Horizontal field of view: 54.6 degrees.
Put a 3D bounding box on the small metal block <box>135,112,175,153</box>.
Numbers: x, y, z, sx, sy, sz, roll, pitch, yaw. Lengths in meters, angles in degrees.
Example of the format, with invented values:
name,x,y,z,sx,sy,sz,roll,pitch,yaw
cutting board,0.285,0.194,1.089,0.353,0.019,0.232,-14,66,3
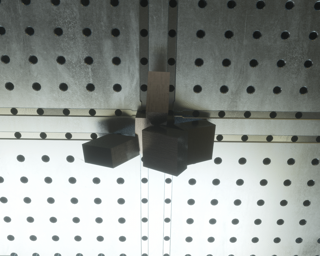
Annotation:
name,x,y,z,sx,sy,sz,roll,pitch,yaw
small metal block,-0.007,0.007,0.416,0.050,0.025,0.050,2,110,-1

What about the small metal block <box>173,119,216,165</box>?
name,x,y,z,sx,sy,sz,roll,pitch,yaw
small metal block,0.044,0.019,0.409,0.050,0.025,0.050,-9,113,-30

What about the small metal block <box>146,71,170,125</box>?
name,x,y,z,sx,sy,sz,roll,pitch,yaw
small metal block,-0.003,-0.035,0.376,0.025,0.050,0.050,3,74,0

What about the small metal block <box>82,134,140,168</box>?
name,x,y,z,sx,sy,sz,roll,pitch,yaw
small metal block,-0.063,0.028,0.399,0.050,0.050,0.025,5,108,35

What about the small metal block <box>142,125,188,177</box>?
name,x,y,z,sx,sy,sz,roll,pitch,yaw
small metal block,0.006,0.027,0.384,0.050,0.025,0.050,12,113,31
